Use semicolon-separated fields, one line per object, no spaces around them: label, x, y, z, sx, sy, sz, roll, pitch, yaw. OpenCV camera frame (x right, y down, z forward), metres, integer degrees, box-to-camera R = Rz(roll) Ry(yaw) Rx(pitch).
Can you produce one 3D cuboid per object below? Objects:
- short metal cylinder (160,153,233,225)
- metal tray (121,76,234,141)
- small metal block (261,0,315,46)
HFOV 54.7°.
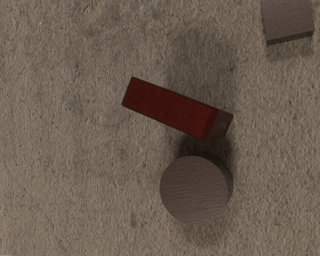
short metal cylinder;0.046;0.072;0.379;0.080;0.050;0.079;0;90;19
metal tray;0.027;-0.019;0.343;0.090;0.130;0.030;24;98;18
small metal block;0.146;-0.128;0.357;0.050;0.025;0.050;-9;87;19
